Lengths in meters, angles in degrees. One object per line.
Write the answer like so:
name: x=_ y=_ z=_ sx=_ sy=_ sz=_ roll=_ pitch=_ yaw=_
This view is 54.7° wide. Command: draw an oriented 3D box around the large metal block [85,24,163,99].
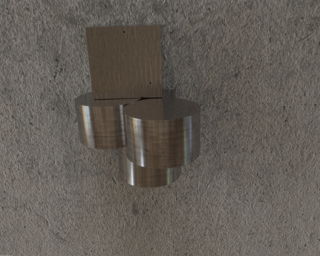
large metal block: x=-0.039 y=-0.080 z=0.368 sx=0.080 sy=0.050 sz=0.079 roll=-2 pitch=110 yaw=0

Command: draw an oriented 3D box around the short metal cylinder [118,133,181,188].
short metal cylinder: x=-0.013 y=0.033 z=0.394 sx=0.081 sy=0.080 sz=0.050 roll=0 pitch=110 yaw=0

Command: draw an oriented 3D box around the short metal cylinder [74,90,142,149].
short metal cylinder: x=-0.059 y=-0.013 z=0.377 sx=0.080 sy=0.080 sz=0.050 roll=-2 pitch=110 yaw=0

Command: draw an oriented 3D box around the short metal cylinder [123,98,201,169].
short metal cylinder: x=0.003 y=0.002 z=0.330 sx=0.080 sy=0.080 sz=0.050 roll=-2 pitch=110 yaw=0

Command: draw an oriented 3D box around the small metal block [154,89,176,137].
small metal block: x=0.006 y=-0.020 z=0.393 sx=0.025 sy=0.050 sz=0.050 roll=1 pitch=110 yaw=-1
